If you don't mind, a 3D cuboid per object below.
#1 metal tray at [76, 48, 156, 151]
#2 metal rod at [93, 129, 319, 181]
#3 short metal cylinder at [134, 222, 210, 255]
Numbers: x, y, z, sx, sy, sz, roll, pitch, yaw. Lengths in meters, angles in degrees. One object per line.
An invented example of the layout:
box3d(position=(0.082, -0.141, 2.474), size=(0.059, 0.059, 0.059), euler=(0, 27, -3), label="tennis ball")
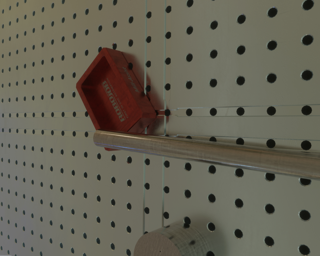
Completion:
box3d(position=(-0.070, -0.042, 0.460), size=(0.090, 0.030, 0.130), euler=(-43, 64, 31), label="metal tray")
box3d(position=(0.042, 0.026, 0.351), size=(0.300, 0.025, 0.025), euler=(6, 94, 33), label="metal rod")
box3d(position=(0.014, 0.162, 0.380), size=(0.080, 0.050, 0.079), euler=(0, 90, 39), label="short metal cylinder")
